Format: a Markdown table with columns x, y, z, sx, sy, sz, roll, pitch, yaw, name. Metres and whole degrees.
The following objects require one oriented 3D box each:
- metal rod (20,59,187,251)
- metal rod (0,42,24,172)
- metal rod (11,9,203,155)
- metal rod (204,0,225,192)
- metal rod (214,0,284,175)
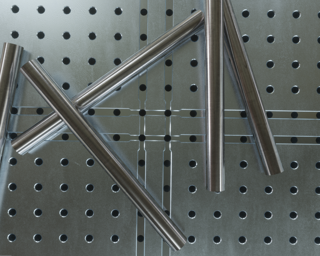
| x | y | z | sx | sy | sz | roll | pitch | yaw | name |
| --- | --- | --- | --- | --- | --- | --- | --- | --- | --- |
| -0.067 | 0.039 | 0.395 | 0.025 | 0.025 | 0.300 | -39 | 97 | 0 | metal rod |
| -0.222 | 0.037 | 0.410 | 0.025 | 0.025 | 0.298 | 11 | 90 | -1 | metal rod |
| -0.066 | -0.061 | 0.412 | 0.301 | 0.025 | 0.025 | -35 | 90 | -1 | metal rod |
| 0.070 | -0.067 | 0.400 | 0.025 | 0.025 | 0.298 | -2 | 95 | -1 | metal rod |
| 0.109 | -0.083 | 0.414 | 0.025 | 0.025 | 0.298 | -18 | 90 | 0 | metal rod |
